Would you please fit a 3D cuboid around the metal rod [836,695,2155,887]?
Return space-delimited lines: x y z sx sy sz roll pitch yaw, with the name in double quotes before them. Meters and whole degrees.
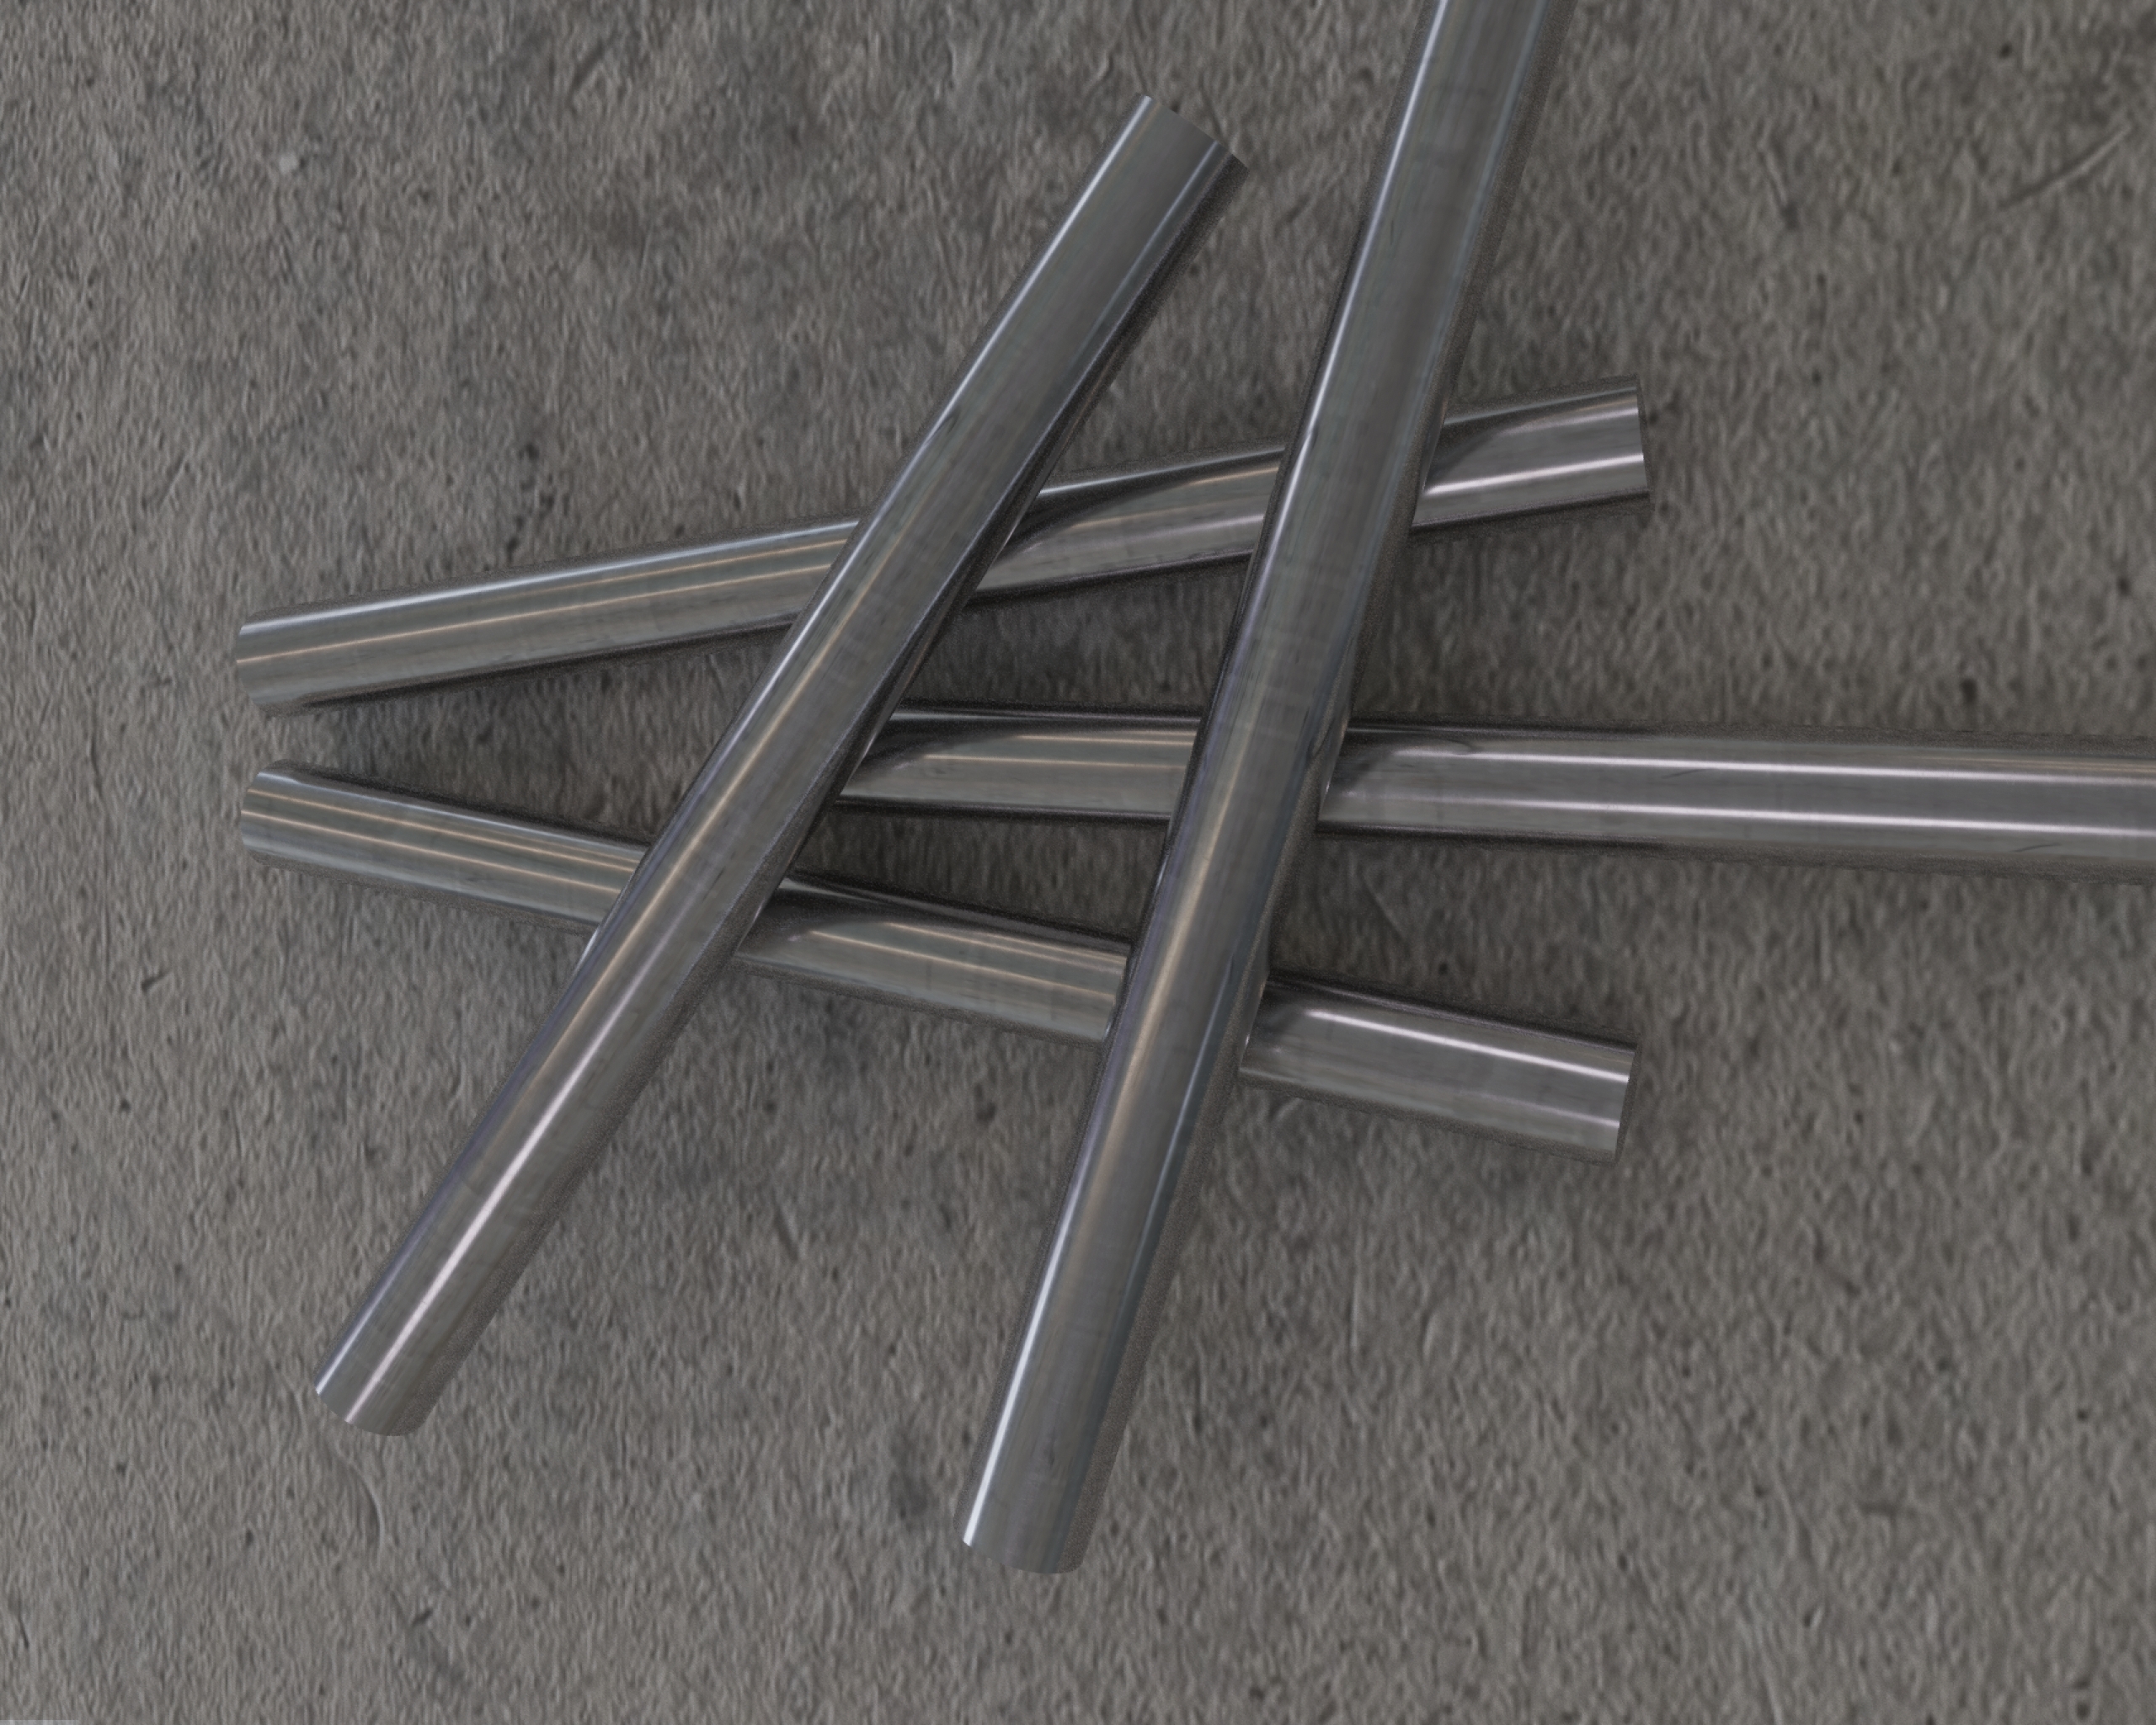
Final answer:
"metal rod" 0.082 -0.014 0.379 0.301 0.025 0.025 3 91 19

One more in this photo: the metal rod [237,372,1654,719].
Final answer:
"metal rod" -0.040 -0.060 0.422 0.301 0.025 0.025 -6 88 19

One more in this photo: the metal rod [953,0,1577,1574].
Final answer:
"metal rod" 0.033 -0.018 0.369 0.025 0.025 0.298 19 96 19

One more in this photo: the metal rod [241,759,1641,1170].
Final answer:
"metal rod" -0.041 0.016 0.423 0.301 0.025 0.025 11 94 19

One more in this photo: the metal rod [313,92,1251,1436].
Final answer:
"metal rod" -0.063 -0.010 0.403 0.025 0.025 0.299 38 102 16
